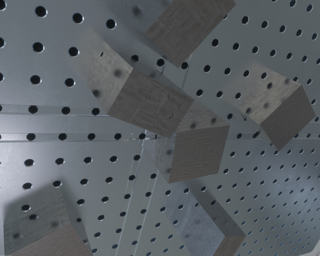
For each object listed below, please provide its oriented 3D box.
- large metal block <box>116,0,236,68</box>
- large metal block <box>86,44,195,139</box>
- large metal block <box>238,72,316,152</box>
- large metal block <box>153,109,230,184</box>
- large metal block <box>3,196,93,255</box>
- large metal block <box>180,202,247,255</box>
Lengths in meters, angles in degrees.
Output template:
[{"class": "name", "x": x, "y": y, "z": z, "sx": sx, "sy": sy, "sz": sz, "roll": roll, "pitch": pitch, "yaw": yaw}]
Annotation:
[{"class": "large metal block", "x": 0.012, "y": -0.118, "z": 0.309, "sx": 0.080, "sy": 0.080, "sz": 0.050, "roll": -47, "pitch": 129, "yaw": 5}, {"class": "large metal block", "x": -0.023, "y": -0.040, "z": 0.338, "sx": 0.080, "sy": 0.080, "sz": 0.050, "roll": 22, "pitch": 107, "yaw": -36}, {"class": "large metal block", "x": 0.181, "y": -0.024, "z": 0.478, "sx": 0.080, "sy": 0.050, "sz": 0.080, "roll": -45, "pitch": 129, "yaw": 3}, {"class": "large metal block", "x": 0.042, "y": 0.024, "z": 0.432, "sx": 0.081, "sy": 0.050, "sz": 0.079, "roll": -7, "pitch": 122, "yaw": -25}, {"class": "large metal block", "x": -0.145, "y": 0.151, "z": 0.409, "sx": 0.080, "sy": 0.050, "sz": 0.080, "roll": -26, "pitch": 128, "yaw": -12}, {"class": "large metal block", "x": 0.089, "y": 0.188, "z": 0.540, "sx": 0.050, "sy": 0.080, "sz": 0.080, "roll": 12, "pitch": 112, "yaw": -33}]
